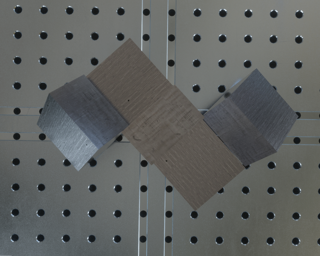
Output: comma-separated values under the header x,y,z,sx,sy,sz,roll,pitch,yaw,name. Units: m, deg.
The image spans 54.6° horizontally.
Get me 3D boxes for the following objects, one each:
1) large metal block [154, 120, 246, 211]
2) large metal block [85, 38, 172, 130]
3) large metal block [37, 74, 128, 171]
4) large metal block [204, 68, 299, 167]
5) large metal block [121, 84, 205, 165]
x,y,z,sx,sy,sz,roll,pitch,yaw,name
0.047,0.045,0.401,0.080,0.050,0.080,-41,89,0,large metal block
-0.039,-0.054,0.400,0.080,0.050,0.080,-42,91,1,large metal block
-0.096,-0.004,0.378,0.080,0.080,0.050,49,51,0,large metal block
0.112,-0.014,0.380,0.080,0.050,0.080,49,50,-1,large metal block
0.003,-0.004,0.385,0.080,0.080,0.050,-42,91,0,large metal block
